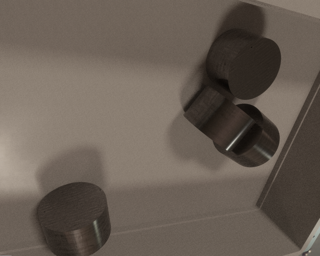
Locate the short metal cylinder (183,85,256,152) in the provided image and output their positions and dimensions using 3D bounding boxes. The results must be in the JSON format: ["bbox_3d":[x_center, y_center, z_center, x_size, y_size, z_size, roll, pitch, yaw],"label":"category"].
[{"bbox_3d":[0.078,-0.013,0.410,0.080,0.080,0.050,31,101,-38],"label":"short metal cylinder"}]

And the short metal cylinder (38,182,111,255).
[{"bbox_3d":[-0.105,0.114,0.387,0.081,0.080,0.050,-15,125,-20],"label":"short metal cylinder"}]

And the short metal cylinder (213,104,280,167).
[{"bbox_3d":[0.124,0.011,0.450,0.050,0.080,0.080,31,101,-39],"label":"short metal cylinder"}]

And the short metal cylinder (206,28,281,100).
[{"bbox_3d":[0.107,-0.083,0.402,0.081,0.050,0.079,-14,125,-21],"label":"short metal cylinder"}]
